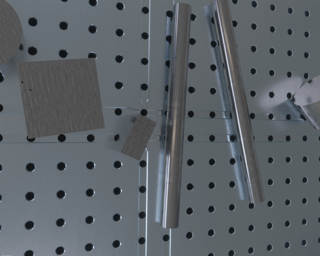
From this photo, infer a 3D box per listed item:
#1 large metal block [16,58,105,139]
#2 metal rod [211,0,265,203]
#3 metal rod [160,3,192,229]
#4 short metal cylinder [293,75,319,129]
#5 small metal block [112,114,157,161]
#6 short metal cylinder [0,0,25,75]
[{"bbox_3d":[-0.114,-0.034,0.358,0.081,0.050,0.079,-9,93,-20],"label":"large metal block"},{"bbox_3d":[0.115,-0.037,0.455,0.025,0.025,0.298,-13,95,-20],"label":"metal rod"},{"bbox_3d":[0.022,-0.017,0.420,0.025,0.025,0.298,4,89,-20],"label":"metal rod"},{"bbox_3d":[0.257,-0.043,0.478,0.080,0.080,0.050,-46,104,-14],"label":"short metal cylinder"},{"bbox_3d":[-0.033,0.011,0.387,0.025,0.050,0.050,27,81,-18],"label":"small metal block"},{"bbox_3d":[-0.189,-0.098,0.330,0.081,0.050,0.079,0,90,-20],"label":"short metal cylinder"}]
